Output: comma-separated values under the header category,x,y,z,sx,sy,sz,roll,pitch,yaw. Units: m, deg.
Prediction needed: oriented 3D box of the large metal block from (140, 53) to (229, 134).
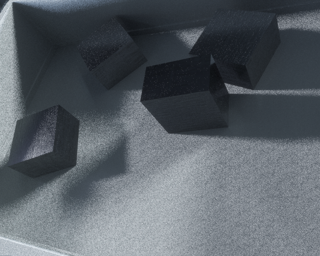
category,x,y,z,sx,sy,sz,roll,pitch,yaw
large metal block,0.034,-0.037,0.376,0.080,0.080,0.050,-7,59,25

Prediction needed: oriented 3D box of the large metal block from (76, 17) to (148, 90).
category,x,y,z,sx,sy,sz,roll,pitch,yaw
large metal block,-0.080,-0.122,0.507,0.080,0.050,0.080,-37,51,4

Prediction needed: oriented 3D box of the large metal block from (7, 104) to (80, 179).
category,x,y,z,sx,sy,sz,roll,pitch,yaw
large metal block,-0.173,0.021,0.468,0.080,0.050,0.080,-18,55,18

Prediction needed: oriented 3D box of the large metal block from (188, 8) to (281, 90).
category,x,y,z,sx,sy,sz,roll,pitch,yaw
large metal block,0.098,-0.104,0.402,0.080,0.050,0.080,22,74,36
